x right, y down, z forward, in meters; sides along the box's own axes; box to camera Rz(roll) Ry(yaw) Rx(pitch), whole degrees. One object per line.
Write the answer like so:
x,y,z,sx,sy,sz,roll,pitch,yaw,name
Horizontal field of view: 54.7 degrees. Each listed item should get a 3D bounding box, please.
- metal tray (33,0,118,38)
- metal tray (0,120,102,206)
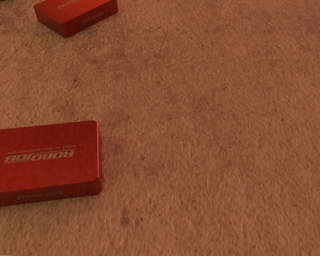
-0.157,-0.227,0.589,0.090,0.030,0.131,35,58,25,metal tray
-0.137,0.039,0.365,0.131,0.030,0.090,-6,50,-6,metal tray
